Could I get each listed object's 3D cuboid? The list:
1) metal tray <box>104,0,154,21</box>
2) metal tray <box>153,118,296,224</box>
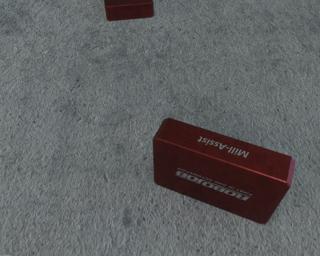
[{"bbox_3d":[-0.067,-0.267,0.623,0.091,0.030,0.130,-7,50,-7],"label":"metal tray"},{"bbox_3d":[0.059,0.046,0.322,0.130,0.090,0.030,18,53,14],"label":"metal tray"}]
